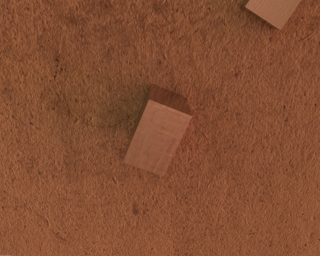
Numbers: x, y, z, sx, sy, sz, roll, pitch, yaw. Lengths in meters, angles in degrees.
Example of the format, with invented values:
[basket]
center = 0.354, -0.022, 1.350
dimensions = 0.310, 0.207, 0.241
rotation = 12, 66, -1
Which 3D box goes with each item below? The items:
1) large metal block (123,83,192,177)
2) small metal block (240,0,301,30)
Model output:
[large metal block]
center = -0.004, -0.001, 0.380
dimensions = 0.050, 0.080, 0.079
rotation = 21, 109, -8
[small metal block]
center = 0.130, -0.149, 0.356
dimensions = 0.050, 0.025, 0.050
rotation = 29, 107, -10
